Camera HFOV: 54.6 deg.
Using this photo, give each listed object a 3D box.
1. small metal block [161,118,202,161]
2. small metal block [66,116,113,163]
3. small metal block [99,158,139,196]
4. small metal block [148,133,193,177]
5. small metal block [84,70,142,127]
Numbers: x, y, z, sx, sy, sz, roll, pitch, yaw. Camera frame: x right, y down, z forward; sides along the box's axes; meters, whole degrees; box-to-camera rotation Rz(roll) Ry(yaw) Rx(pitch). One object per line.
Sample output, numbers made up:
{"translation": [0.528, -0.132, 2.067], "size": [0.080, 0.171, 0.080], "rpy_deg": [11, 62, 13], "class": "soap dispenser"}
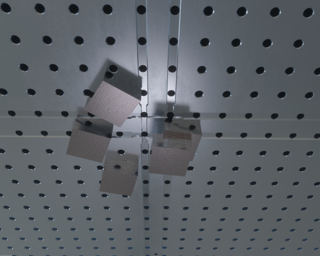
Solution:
{"translation": [0.026, 0.017, 0.426], "size": [0.050, 0.025, 0.050], "rpy_deg": [9, 130, -8], "class": "small metal block"}
{"translation": [-0.096, 0.017, 0.425], "size": [0.050, 0.025, 0.050], "rpy_deg": [16, 128, -14], "class": "small metal block"}
{"translation": [-0.063, 0.076, 0.475], "size": [0.050, 0.025, 0.050], "rpy_deg": [11, 129, -10], "class": "small metal block"}
{"translation": [0.013, 0.036, 0.409], "size": [0.050, 0.025, 0.050], "rpy_deg": [6, 130, -5], "class": "small metal block"}
{"translation": [-0.057, -0.035, 0.381], "size": [0.050, 0.025, 0.050], "rpy_deg": [27, 125, -22], "class": "small metal block"}
